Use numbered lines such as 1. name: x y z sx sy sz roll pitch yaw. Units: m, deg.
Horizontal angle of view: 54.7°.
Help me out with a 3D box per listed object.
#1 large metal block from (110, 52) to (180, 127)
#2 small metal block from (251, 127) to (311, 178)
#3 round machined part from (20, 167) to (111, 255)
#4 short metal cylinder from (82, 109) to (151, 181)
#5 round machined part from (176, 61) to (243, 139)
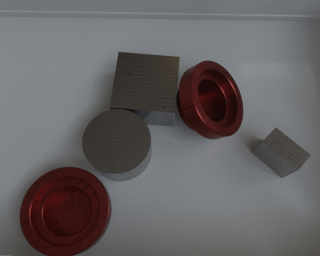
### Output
1. large metal block: -0.018 -0.051 0.415 0.080 0.050 0.080 5 70 1
2. small metal block: 0.149 0.032 0.387 0.050 0.050 0.025 42 75 13
3. round machined part: -0.106 0.098 0.364 0.099 0.042 0.098 0 70 -1
4. short metal cylinder: -0.051 0.023 0.387 0.081 0.050 0.080 0 70 0
5. round machined part: 0.059 -0.033 0.396 0.099 0.042 0.098 15 67 -38
